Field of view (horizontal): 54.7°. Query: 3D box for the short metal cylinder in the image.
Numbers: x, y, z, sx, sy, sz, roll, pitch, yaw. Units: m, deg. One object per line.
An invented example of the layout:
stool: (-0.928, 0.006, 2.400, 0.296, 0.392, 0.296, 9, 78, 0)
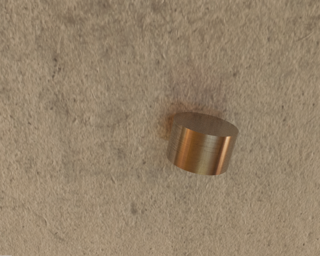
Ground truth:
short metal cylinder: (0.052, 0.017, 0.388, 0.081, 0.080, 0.050, 10, 110, -4)
